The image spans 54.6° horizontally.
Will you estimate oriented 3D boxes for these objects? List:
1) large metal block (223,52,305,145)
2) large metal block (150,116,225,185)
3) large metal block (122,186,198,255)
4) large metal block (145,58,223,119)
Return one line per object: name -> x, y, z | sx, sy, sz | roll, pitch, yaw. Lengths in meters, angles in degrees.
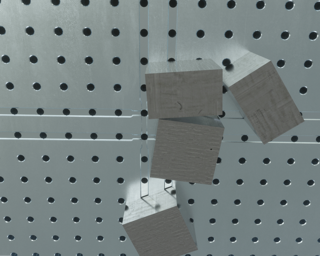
large metal block -> 0.115, -0.039, 0.370 | 0.050, 0.080, 0.080 | -33, 107, 11
large metal block -> 0.033, 0.023, 0.409 | 0.080, 0.050, 0.079 | 8, 110, -3
large metal block -> 0.001, 0.143, 0.453 | 0.080, 0.050, 0.080 | -21, 109, 7
large metal block -> 0.026, -0.049, 0.366 | 0.080, 0.080, 0.050 | -3, 110, 1
